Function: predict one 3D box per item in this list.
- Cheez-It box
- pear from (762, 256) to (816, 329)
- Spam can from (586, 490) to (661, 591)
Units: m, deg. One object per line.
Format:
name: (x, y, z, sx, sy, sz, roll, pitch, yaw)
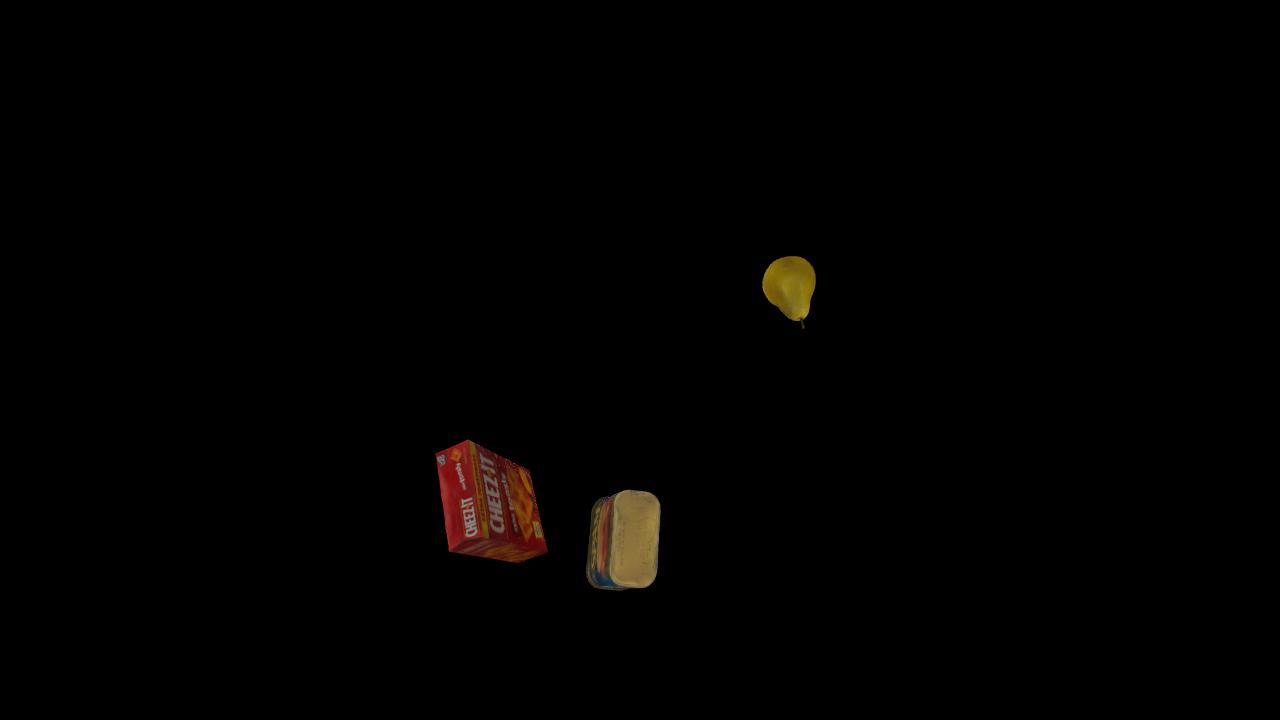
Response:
Cheez-It box: (-0.249, 0.246, 1.045, 0.071, 0.166, 0.223, -24, -28, 9)
pear: (0.222, -0.091, 0.885, 0.080, 0.111, 0.080, -10, -15, -3)
Spam can: (-0.017, 0.195, 0.665, 0.058, 0.101, 0.085, 10, -22, -17)
